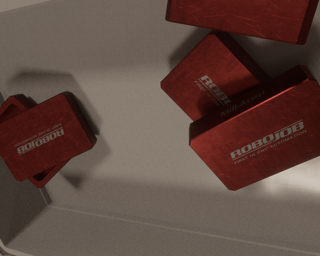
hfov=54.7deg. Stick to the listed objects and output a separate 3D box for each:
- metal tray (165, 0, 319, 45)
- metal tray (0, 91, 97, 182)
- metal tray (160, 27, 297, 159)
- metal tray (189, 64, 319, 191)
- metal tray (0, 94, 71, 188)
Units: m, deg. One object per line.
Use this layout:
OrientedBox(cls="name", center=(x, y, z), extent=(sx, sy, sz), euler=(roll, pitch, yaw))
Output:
OrientedBox(cls="metal tray", center=(0.070, -0.092, 0.244), extent=(0.090, 0.131, 0.030), euler=(17, 113, 18))
OrientedBox(cls="metal tray", center=(-0.173, 0.013, 0.459), extent=(0.130, 0.030, 0.090), euler=(-25, 101, 7))
OrientedBox(cls="metal tray", center=(0.075, -0.033, 0.344), extent=(0.130, 0.030, 0.090), euler=(45, 129, -4))
OrientedBox(cls="metal tray", center=(0.107, 0.006, 0.319), extent=(0.130, 0.030, 0.090), euler=(-30, 119, 23))
OrientedBox(cls="metal tray", center=(-0.206, 0.021, 0.492), extent=(0.130, 0.030, 0.090), euler=(44, 100, -8))
